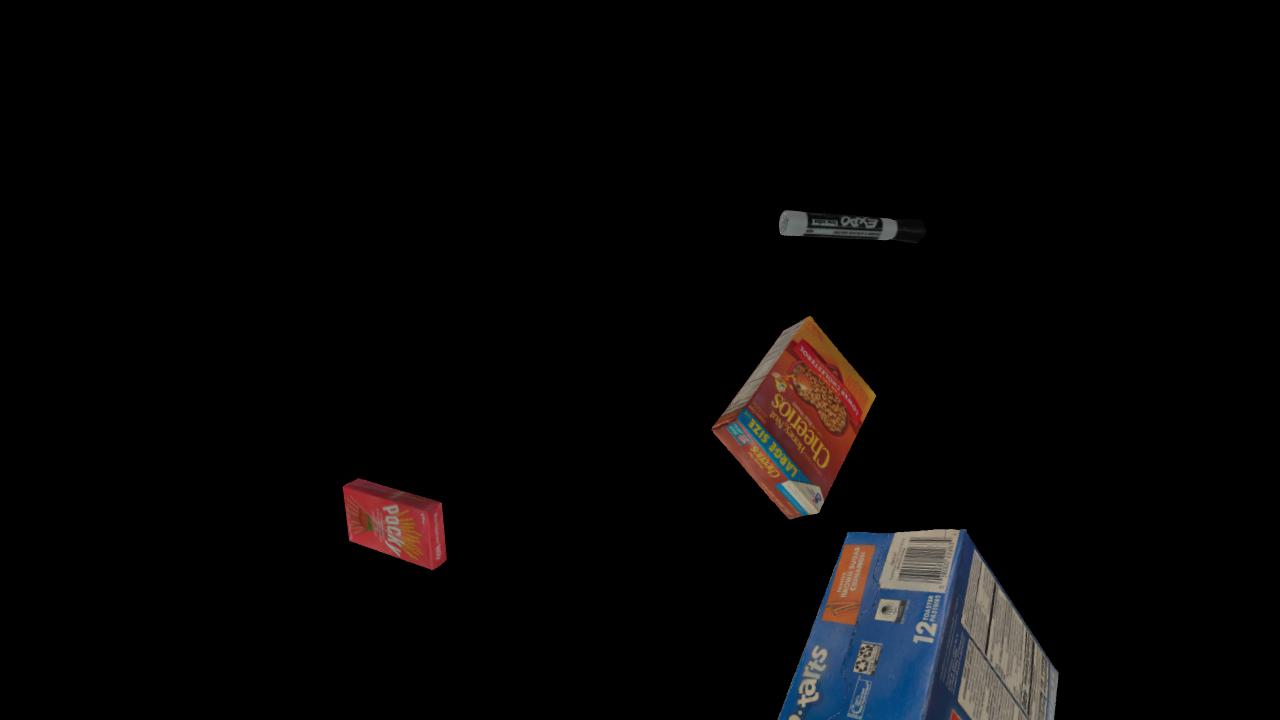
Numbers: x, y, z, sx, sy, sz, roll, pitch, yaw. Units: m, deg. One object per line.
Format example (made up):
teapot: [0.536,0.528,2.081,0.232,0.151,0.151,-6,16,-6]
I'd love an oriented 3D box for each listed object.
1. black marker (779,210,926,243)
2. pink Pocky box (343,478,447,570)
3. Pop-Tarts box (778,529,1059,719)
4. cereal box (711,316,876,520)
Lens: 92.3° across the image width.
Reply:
black marker: [0.168,-0.104,0.480,0.121,0.020,0.020,1,0,-12]
pink Pocky box: [-0.319,0.211,0.797,0.155,0.084,0.029,8,16,26]
Pop-Tarts box: [0.164,0.210,0.357,0.083,0.141,0.167,-19,26,49]
cereal box: [0.273,0.090,1.050,0.081,0.203,0.306,-34,10,50]
